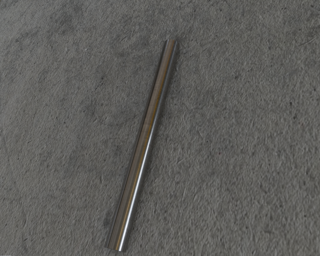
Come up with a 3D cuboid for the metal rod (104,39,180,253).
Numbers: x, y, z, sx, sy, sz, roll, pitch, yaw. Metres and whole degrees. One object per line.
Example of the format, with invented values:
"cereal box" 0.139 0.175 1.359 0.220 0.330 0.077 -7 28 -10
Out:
"metal rod" -0.016 0.005 0.409 0.025 0.025 0.300 0 62 28
